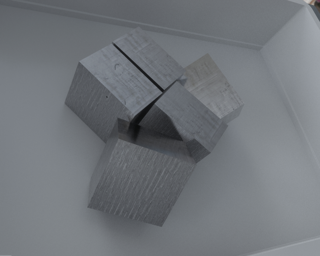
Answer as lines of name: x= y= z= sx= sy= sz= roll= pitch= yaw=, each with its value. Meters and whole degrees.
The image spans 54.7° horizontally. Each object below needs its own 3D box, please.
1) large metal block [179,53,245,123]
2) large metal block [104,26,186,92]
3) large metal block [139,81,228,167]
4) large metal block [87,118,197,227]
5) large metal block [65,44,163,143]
large metal block: x=0.067 y=-0.043 z=0.424 sx=0.050 sy=0.080 sz=0.080 roll=-33 pitch=77 yaw=3
large metal block: x=-0.027 y=-0.065 z=0.394 sx=0.080 sy=0.080 sz=0.050 roll=44 pitch=51 yaw=1
large metal block: x=0.020 y=0.004 z=0.378 sx=0.080 sy=0.080 sz=0.050 roll=41 pitch=51 yaw=-1
large metal block: x=-0.021 y=0.046 z=0.322 sx=0.080 sy=0.079 sz=0.050 roll=20 pitch=19 yaw=-17
large metal block: x=-0.057 y=-0.035 z=0.361 sx=0.080 sy=0.080 sz=0.050 roll=44 pitch=51 yaw=2
